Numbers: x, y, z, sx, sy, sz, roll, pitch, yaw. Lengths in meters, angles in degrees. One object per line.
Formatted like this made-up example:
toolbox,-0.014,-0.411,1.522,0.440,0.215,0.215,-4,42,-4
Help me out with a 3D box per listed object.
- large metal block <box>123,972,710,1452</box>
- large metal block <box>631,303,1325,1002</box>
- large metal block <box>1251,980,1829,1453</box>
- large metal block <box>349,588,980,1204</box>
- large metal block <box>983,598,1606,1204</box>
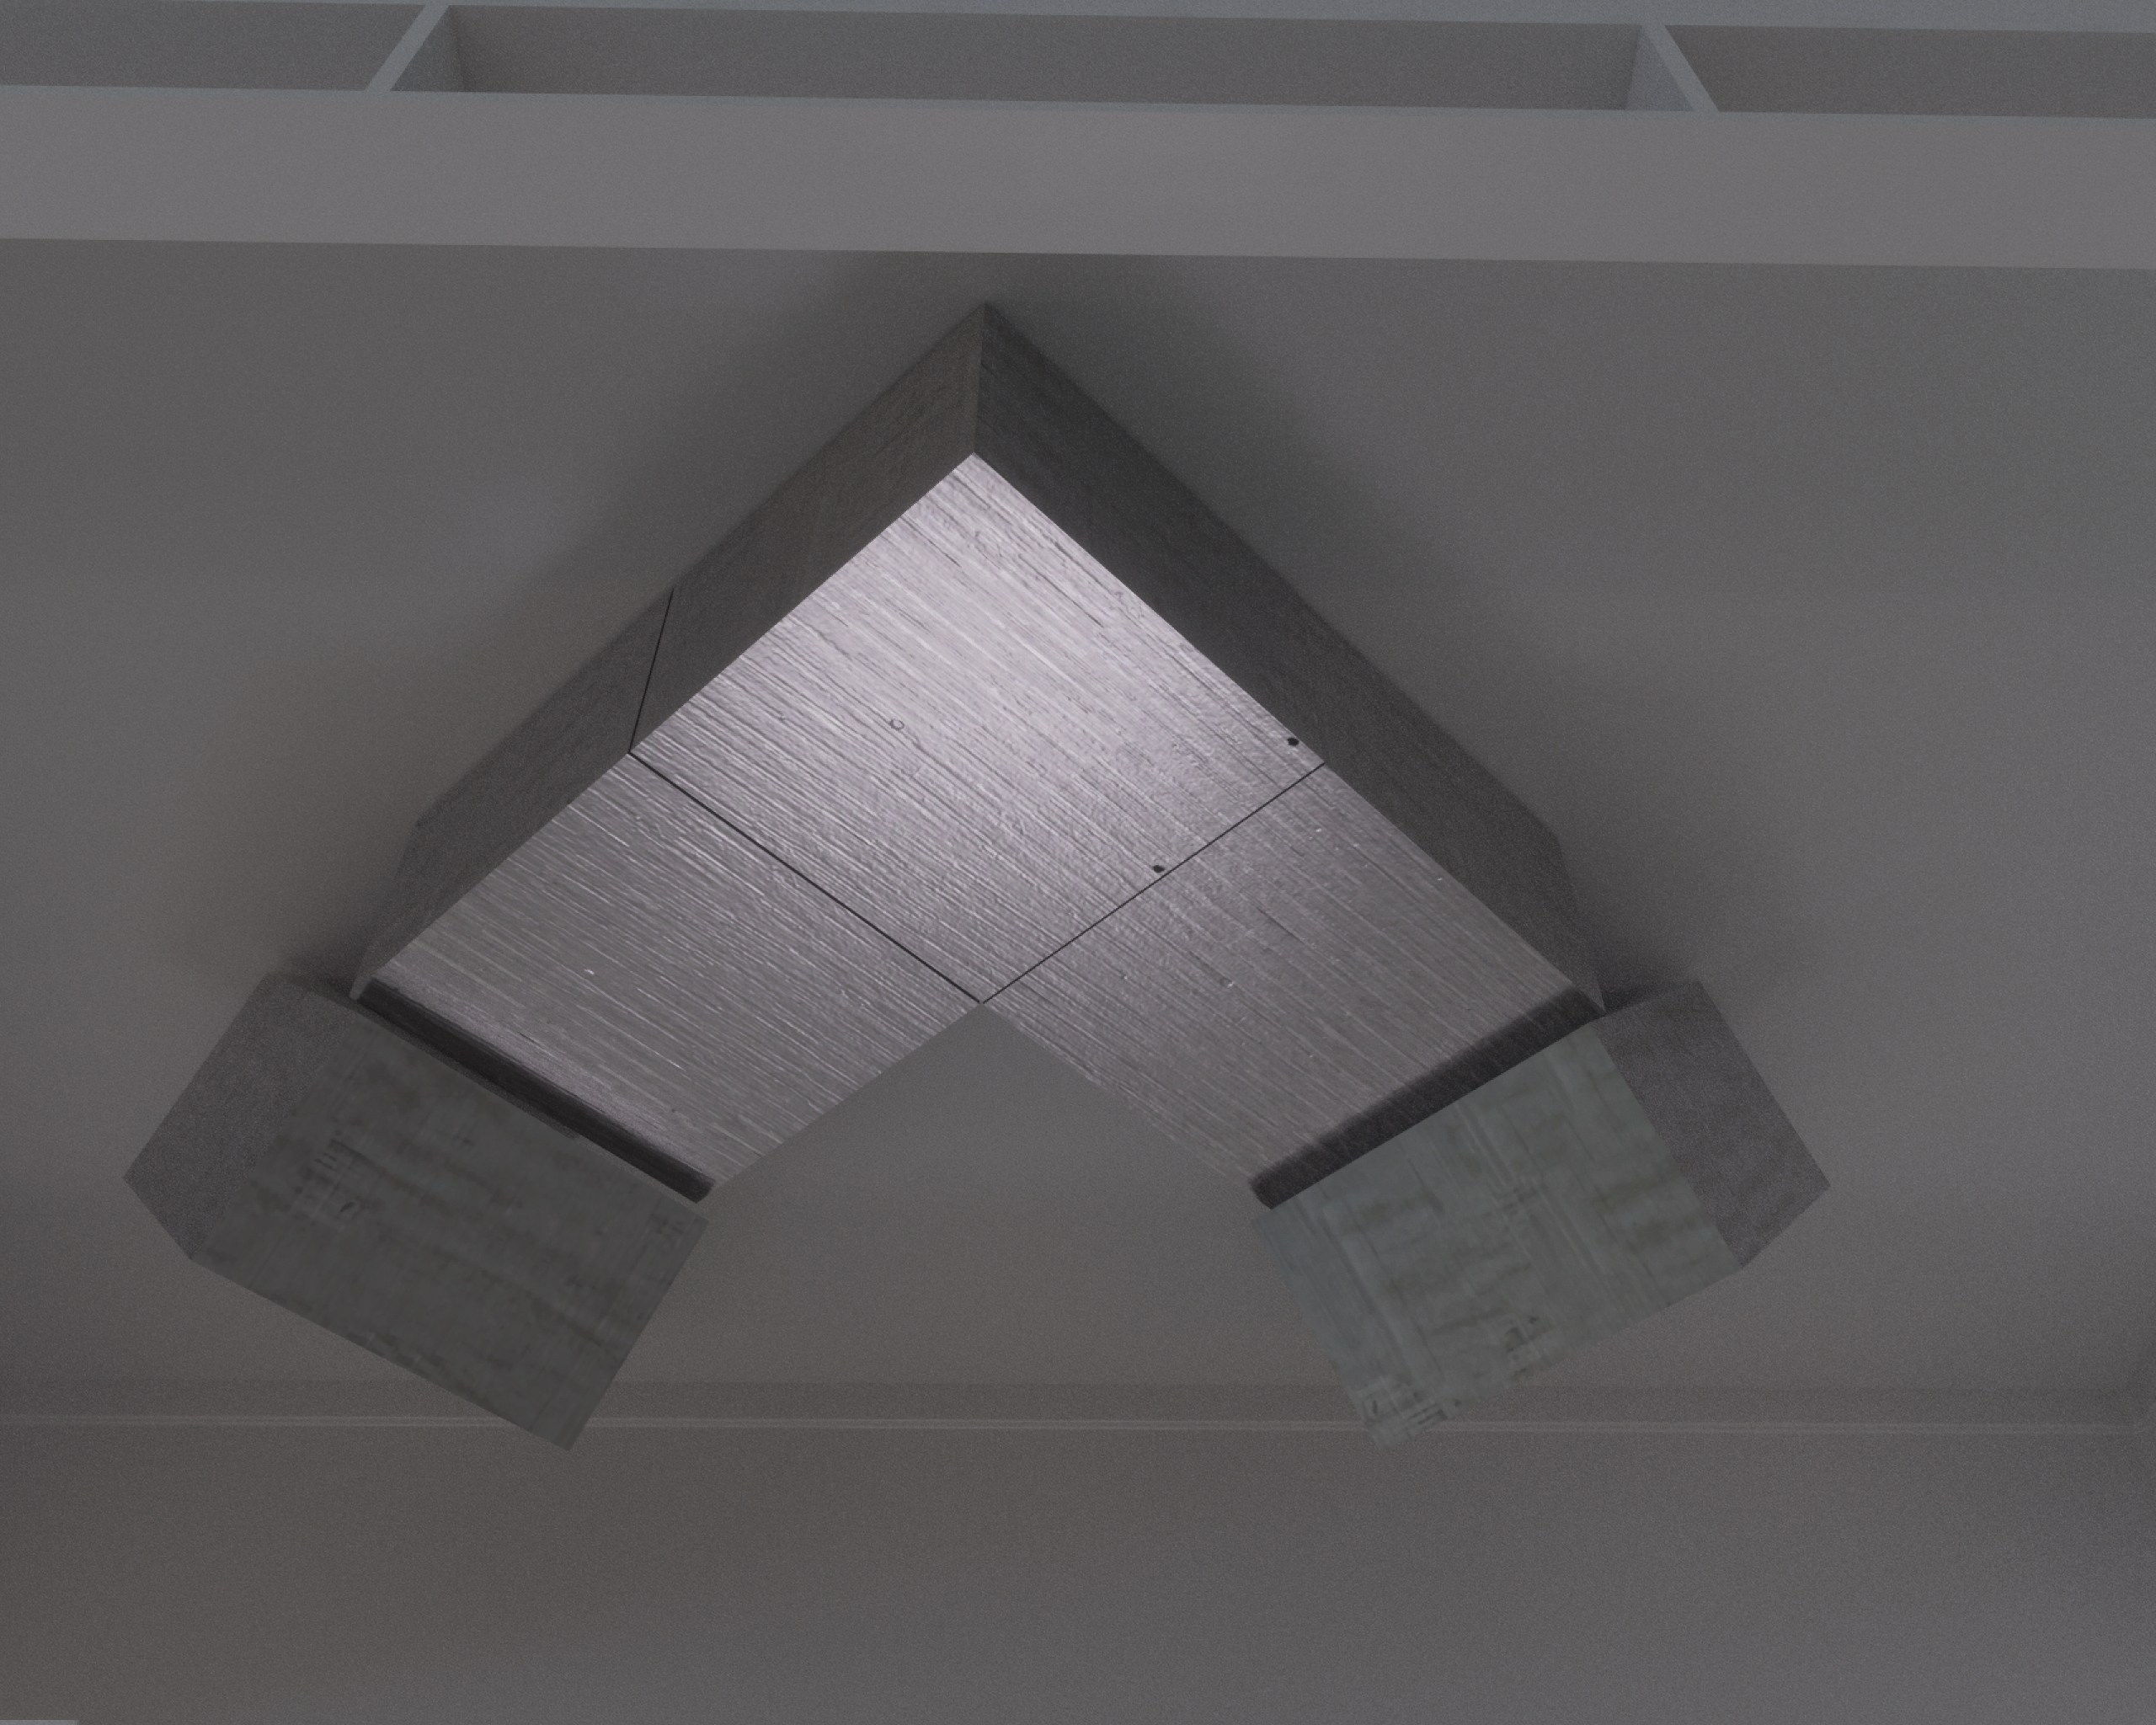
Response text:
large metal block,-0.134,0.068,0.418,0.080,0.050,0.080,38,163,-28
large metal block,-0.016,-0.033,0.361,0.080,0.050,0.080,-36,122,26
large metal block,0.095,0.069,0.422,0.080,0.050,0.080,-36,165,26
large metal block,-0.075,0.009,0.397,0.080,0.050,0.080,-36,122,26
large metal block,0.040,0.010,0.399,0.080,0.050,0.080,-36,122,26
